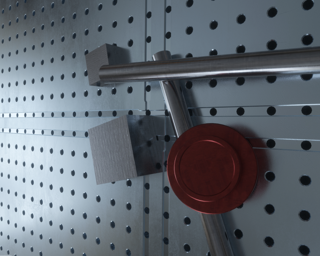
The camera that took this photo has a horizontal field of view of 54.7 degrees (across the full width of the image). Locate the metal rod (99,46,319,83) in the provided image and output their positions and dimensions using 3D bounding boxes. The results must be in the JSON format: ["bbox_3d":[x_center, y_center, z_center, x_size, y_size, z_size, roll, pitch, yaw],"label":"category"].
[{"bbox_3d":[0.053,-0.067,0.341,0.300,0.025,0.025,3,92,32],"label":"metal rod"}]

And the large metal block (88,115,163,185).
[{"bbox_3d":[-0.050,0.031,0.432,0.080,0.050,0.080,-18,79,38],"label":"large metal block"}]

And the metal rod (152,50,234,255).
[{"bbox_3d":[0.042,0.045,0.373,0.025,0.025,0.299,-26,74,37],"label":"metal rod"}]

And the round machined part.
[{"bbox_3d":[0.053,0.043,0.332,0.098,0.042,0.097,-3,82,19],"label":"round machined part"}]

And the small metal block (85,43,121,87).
[{"bbox_3d":[-0.087,-0.096,0.479,0.050,0.025,0.050,-16,80,38],"label":"small metal block"}]
